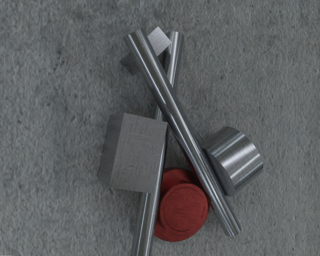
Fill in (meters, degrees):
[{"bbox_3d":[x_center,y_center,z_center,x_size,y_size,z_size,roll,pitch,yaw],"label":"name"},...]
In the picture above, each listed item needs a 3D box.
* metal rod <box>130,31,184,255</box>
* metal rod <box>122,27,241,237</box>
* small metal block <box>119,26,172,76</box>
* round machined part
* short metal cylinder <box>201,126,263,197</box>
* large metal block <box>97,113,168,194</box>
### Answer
[{"bbox_3d":[-0.002,0.020,0.394,0.025,0.025,0.299,13,80,-20],"label":"metal rod"},{"bbox_3d":[0.037,0.020,0.388,0.025,0.025,0.299,-34,110,-17],"label":"metal rod"},{"bbox_3d":[-0.019,-0.095,0.390,0.050,0.050,0.025,-47,105,-14],"label":"small metal block"},{"bbox_3d":[0.024,0.103,0.412,0.099,0.042,0.097,0,90,-21],"label":"round machined part"},{"bbox_3d":[0.090,0.044,0.416,0.050,0.080,0.080,-34,101,-17],"label":"short metal cylinder"},{"bbox_3d":[-0.036,0.027,0.369,0.050,0.080,0.080,13,86,-20],"label":"large metal block"}]
